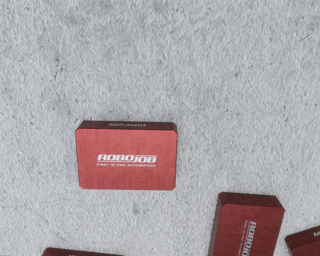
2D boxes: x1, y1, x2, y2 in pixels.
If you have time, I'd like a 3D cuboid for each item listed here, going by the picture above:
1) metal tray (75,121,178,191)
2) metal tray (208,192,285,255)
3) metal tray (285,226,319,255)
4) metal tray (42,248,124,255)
[{"bbox_3d":[-0.044,0.038,0.421,0.131,0.030,0.089,1,110,-1],"label":"metal tray"},{"bbox_3d":[0.126,0.163,0.468,0.091,0.030,0.129,5,110,-2],"label":"metal tray"},{"bbox_3d":[0.272,0.192,0.480,0.130,0.030,0.090,-21,109,7],"label":"metal tray"},{"bbox_3d":[-0.124,0.244,0.495,0.131,0.030,0.089,8,110,-3],"label":"metal tray"}]
